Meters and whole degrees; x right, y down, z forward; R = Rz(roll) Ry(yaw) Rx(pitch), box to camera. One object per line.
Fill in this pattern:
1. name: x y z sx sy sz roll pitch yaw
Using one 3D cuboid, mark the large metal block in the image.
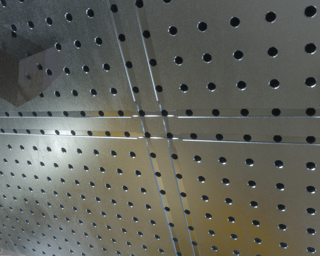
1. large metal block: -0.220 -0.091 0.452 0.080 0.050 0.079 30 128 8
